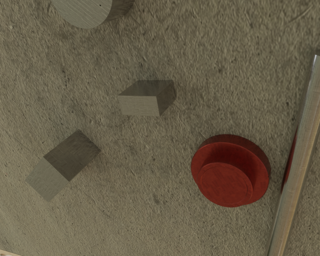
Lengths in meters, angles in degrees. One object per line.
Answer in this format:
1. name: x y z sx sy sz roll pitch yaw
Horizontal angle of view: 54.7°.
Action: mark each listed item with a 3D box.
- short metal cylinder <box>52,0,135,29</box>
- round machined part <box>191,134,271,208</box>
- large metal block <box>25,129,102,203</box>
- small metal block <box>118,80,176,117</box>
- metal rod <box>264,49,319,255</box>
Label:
1. short metal cylinder: -0.072 -0.153 0.333 0.080 0.050 0.079 13 124 20
2. round machined part: 0.085 0.060 0.388 0.098 0.042 0.097 13 124 20
3. large metal block: -0.151 0.059 0.485 0.050 0.080 0.080 46 129 -4
4. small metal block: -0.014 -0.037 0.374 0.050 0.050 0.025 4 120 26
5. metal rod: 0.156 0.059 0.360 0.025 0.025 0.298 12 124 21
